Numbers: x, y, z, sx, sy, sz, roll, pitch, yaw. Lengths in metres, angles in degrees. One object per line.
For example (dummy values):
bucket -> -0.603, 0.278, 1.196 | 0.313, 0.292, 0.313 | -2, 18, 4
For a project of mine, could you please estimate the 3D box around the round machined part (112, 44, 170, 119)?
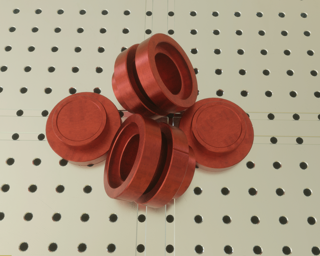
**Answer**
round machined part -> -0.024, -0.056, 0.405 | 0.042, 0.099, 0.098 | -21, 65, 35

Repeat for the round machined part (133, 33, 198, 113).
round machined part -> 0.003, -0.064, 0.390 | 0.042, 0.099, 0.098 | -21, 65, 35

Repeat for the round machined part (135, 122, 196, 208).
round machined part -> 0.005, 0.046, 0.366 | 0.042, 0.098, 0.098 | 21, 68, -26

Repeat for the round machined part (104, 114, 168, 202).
round machined part -> -0.024, 0.036, 0.355 | 0.042, 0.098, 0.098 | 21, 68, -27

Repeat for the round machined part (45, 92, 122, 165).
round machined part -> -0.100, -0.004, 0.403 | 0.099, 0.042, 0.098 | 0, 70, 0

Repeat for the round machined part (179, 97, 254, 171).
round machined part -> 0.073, 0.004, 0.402 | 0.099, 0.042, 0.098 | 0, 70, 0
